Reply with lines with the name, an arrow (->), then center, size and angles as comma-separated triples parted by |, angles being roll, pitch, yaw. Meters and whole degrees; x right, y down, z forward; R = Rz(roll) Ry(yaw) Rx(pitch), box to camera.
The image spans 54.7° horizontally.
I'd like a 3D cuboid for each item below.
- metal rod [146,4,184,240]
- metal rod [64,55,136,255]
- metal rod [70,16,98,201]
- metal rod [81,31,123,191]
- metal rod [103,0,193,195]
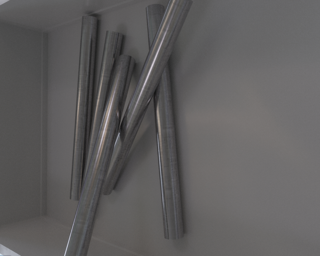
metal rod -> 0.006, -0.011, 0.402 | 0.025, 0.025, 0.298 | -8, 85, 40
metal rod -> -0.075, 0.038, 0.394 | 0.025, 0.025, 0.299 | -8, 62, 40
metal rod -> -0.126, -0.030, 0.510 | 0.025, 0.025, 0.298 | 9, 95, 39
metal rod -> -0.095, 0.002, 0.485 | 0.025, 0.025, 0.298 | 18, 102, 38
metal rod -> -0.031, -0.023, 0.405 | 0.025, 0.025, 0.298 | 45, 125, 31
